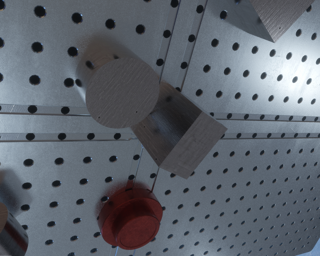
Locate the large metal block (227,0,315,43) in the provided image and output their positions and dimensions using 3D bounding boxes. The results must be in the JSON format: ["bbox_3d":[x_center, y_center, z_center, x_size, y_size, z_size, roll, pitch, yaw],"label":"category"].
[{"bbox_3d":[0.131,-0.163,0.366,0.080,0.050,0.080,-48,129,5],"label":"large metal block"}]

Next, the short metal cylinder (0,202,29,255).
[{"bbox_3d":[-0.198,0.129,0.347,0.081,0.080,0.050,-24,127,-14],"label":"short metal cylinder"}]

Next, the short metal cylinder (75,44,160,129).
[{"bbox_3d":[-0.048,-0.046,0.340,0.081,0.050,0.079,-14,124,-21],"label":"short metal cylinder"}]

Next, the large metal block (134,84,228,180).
[{"bbox_3d":[0.023,0.004,0.390,0.050,0.080,0.080,30,102,-38],"label":"large metal block"}]

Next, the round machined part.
[{"bbox_3d":[-0.040,0.144,0.467,0.099,0.042,0.097,-14,124,-21],"label":"round machined part"}]
